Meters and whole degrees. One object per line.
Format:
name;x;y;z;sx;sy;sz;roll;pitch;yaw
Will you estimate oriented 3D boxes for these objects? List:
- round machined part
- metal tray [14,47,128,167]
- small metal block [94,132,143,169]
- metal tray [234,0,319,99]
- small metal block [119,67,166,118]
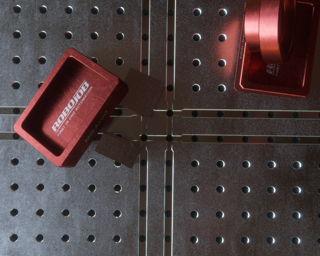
round machined part;0.133;-0.127;0.373;0.042;0.099;0.097;8;90;32
metal tray;-0.114;-0.026;0.396;0.090;0.030;0.130;35;90;18
small metal block;-0.051;0.027;0.400;0.050;0.050;0.025;26;90;0
metal tray;0.155;-0.109;0.411;0.091;0.030;0.129;8;90;0
small metal block;-0.026;-0.046;0.413;0.050;0.025;0.050;24;90;0
